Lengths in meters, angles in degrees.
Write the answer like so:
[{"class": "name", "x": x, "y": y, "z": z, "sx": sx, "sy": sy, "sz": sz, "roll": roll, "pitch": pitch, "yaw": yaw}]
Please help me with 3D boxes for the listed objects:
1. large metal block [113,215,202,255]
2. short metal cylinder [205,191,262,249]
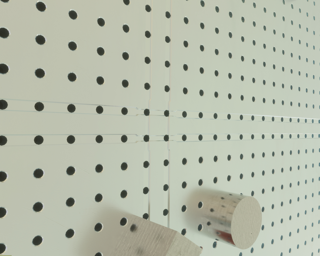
[{"class": "large metal block", "x": -0.010, "y": 0.159, "z": 0.365, "sx": 0.050, "sy": 0.080, "sz": 0.080, "roll": 44, "pitch": 63, "yaw": -31}, {"class": "short metal cylinder", "x": 0.117, "y": 0.144, "z": 0.491, "sx": 0.081, "sy": 0.050, "sz": 0.079, "roll": 0, "pitch": 90, "yaw": -40}]
